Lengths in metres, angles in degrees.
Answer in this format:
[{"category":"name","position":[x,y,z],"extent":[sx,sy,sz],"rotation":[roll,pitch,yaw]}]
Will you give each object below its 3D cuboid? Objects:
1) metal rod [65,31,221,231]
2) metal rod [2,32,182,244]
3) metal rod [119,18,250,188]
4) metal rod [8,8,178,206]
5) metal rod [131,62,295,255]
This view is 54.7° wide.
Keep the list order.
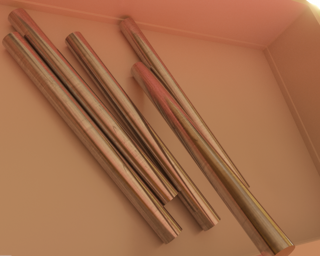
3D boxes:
[{"category":"metal rod","position":[-0.027,-0.003,0.392],"extent":[0.025,0.025,0.299],"rotation":[-30,78,-38]},{"category":"metal rod","position":[-0.082,0.006,0.357],"extent":[0.300,0.025,0.025],"rotation":[49,51,6]},{"category":"metal rod","position":[0.029,-0.038,0.443],"extent":[0.025,0.025,0.299],"rotation":[-24,75,-37]},{"category":"metal rod","position":[-0.085,-0.030,0.377],"extent":[0.300,0.025,0.025],"rotation":[49,51,6]},{"category":"metal rod","position":[0.032,0.008,0.341],"extent":[0.025,0.025,0.300],"rotation":[-3,39,-30]}]
